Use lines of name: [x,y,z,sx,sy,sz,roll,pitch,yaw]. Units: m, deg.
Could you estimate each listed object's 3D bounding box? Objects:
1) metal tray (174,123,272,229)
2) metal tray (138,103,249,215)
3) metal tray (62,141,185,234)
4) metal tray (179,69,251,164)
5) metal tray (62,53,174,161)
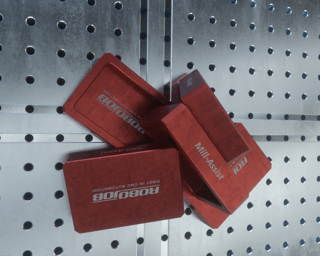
metal tray: [0.089,0.065,0.443,0.130,0.030,0.090,-43,104,-15]
metal tray: [0.035,0.034,0.360,0.030,0.090,0.130,-40,103,-16]
metal tray: [-0.040,0.069,0.370,0.131,0.030,0.089,-7,104,-6]
metal tray: [0.062,-0.021,0.381,0.030,0.130,0.090,-34,103,12]
metal tray: [-0.044,-0.020,0.394,0.130,0.030,0.090,38,78,-17]
